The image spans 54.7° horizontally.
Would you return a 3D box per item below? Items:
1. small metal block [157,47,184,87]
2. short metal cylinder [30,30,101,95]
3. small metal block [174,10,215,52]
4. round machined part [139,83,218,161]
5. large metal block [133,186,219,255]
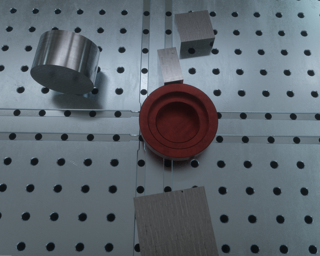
[{"bbox_3d":[0.013,-0.074,0.426,0.025,0.050,0.050,-10,70,-4],"label":"small metal block"},{"bbox_3d":[-0.124,-0.085,0.412,0.080,0.080,0.050,6,70,2],"label":"short metal cylinder"},{"bbox_3d":[0.051,-0.146,0.466,0.050,0.025,0.050,-9,70,-4],"label":"small metal block"},{"bbox_3d":[0.023,-0.005,0.403,0.099,0.042,0.098,1,74,-2],"label":"round machined part"},{"bbox_3d":[0.016,0.117,0.356,0.081,0.050,0.080,-9,70,-4],"label":"large metal block"}]
